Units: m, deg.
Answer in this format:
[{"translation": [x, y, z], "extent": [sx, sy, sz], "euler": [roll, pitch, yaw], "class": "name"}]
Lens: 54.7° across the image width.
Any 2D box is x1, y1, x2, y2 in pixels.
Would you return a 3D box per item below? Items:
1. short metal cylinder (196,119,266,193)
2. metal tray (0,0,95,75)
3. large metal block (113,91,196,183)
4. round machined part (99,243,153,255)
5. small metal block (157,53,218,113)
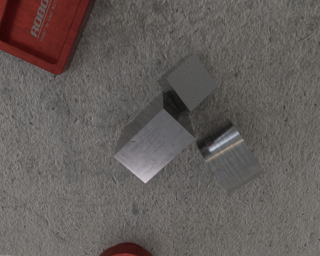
[{"translation": [0.089, 0.035, 0.394], "extent": [0.050, 0.080, 0.080], "euler": [-34, 107, 11], "class": "short metal cylinder"}, {"translation": [-0.130, -0.138, 0.354], "extent": [0.090, 0.030, 0.129], "euler": [25, 108, -9], "class": "metal tray"}, {"translation": [-0.007, 0.008, 0.383], "extent": [0.050, 0.080, 0.080], "euler": [43, 105, -14], "class": "large metal block"}, {"translation": [-0.052, 0.219, 0.481], "extent": [0.099, 0.042, 0.097], "euler": [0, 110, 0], "class": "round machined part"}, {"translation": [0.034, -0.054, 0.378], "extent": [0.050, 0.025, 0.050], "euler": [-44, 107, -18], "class": "small metal block"}]
